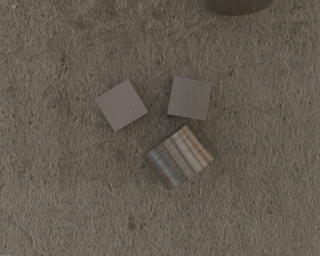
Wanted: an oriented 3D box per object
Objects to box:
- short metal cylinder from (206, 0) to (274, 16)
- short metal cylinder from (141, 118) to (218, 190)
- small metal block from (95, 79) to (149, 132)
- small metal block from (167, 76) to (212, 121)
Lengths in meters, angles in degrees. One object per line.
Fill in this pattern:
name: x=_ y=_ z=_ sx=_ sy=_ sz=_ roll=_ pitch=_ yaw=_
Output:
short metal cylinder: x=0.098 y=-0.178 z=0.384 sx=0.081 sy=0.080 sz=0.050 roll=0 pitch=90 yaw=-1
short metal cylinder: x=0.024 y=0.031 z=0.383 sx=0.080 sy=0.080 sz=0.050 roll=-37 pitch=90 yaw=0
small metal block: x=-0.049 y=-0.029 z=0.409 sx=0.050 sy=0.025 sz=0.050 roll=-31 pitch=90 yaw=-1
small metal block: x=0.038 y=-0.038 z=0.411 sx=0.050 sy=0.025 sz=0.050 roll=10 pitch=90 yaw=-1
